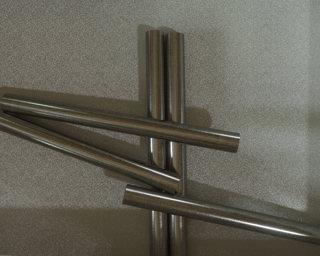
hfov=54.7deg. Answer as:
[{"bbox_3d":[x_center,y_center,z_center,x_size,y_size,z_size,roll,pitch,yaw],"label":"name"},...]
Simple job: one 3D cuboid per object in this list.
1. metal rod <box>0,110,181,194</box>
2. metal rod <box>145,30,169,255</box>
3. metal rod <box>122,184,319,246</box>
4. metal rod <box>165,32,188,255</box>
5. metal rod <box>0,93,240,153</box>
[{"bbox_3d":[-0.120,0.021,0.396,0.301,0.025,0.025,19,90,5],"label":"metal rod"},{"bbox_3d":[-0.004,0.024,0.408,0.025,0.025,0.298,-1,90,-1],"label":"metal rod"},{"bbox_3d":[0.103,0.116,0.394,0.302,0.025,0.025,13,90,-6],"label":"metal rod"},{"bbox_3d":[0.022,0.026,0.409,0.025,0.025,0.298,-1,90,-1],"label":"metal rod"},{"bbox_3d":[-0.054,-0.008,0.390,0.302,0.025,0.025,10,90,6],"label":"metal rod"}]
